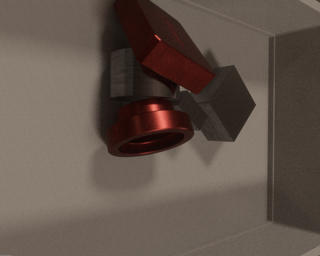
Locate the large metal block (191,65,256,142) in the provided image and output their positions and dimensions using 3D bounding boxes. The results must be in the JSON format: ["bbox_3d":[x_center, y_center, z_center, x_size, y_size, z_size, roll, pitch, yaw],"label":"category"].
[{"bbox_3d":[0.092,-0.036,0.470,0.080,0.050,0.080,52,59,-28],"label":"large metal block"}]

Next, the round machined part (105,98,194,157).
[{"bbox_3d":[-0.014,-0.001,0.355,0.099,0.098,0.042,2,67,-40],"label":"round machined part"}]

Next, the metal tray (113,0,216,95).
[{"bbox_3d":[0.002,-0.102,0.353,0.090,0.030,0.130,22,32,-38],"label":"metal tray"}]

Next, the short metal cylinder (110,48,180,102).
[{"bbox_3d":[-0.017,-0.058,0.358,0.081,0.080,0.050,1,89,-40],"label":"short metal cylinder"}]

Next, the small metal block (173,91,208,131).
[{"bbox_3d":[0.027,-0.022,0.415,0.050,0.050,0.025,47,62,-30],"label":"small metal block"}]
